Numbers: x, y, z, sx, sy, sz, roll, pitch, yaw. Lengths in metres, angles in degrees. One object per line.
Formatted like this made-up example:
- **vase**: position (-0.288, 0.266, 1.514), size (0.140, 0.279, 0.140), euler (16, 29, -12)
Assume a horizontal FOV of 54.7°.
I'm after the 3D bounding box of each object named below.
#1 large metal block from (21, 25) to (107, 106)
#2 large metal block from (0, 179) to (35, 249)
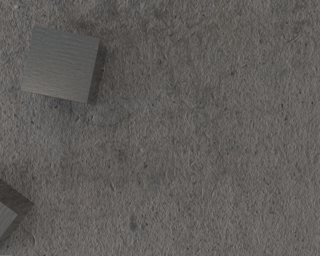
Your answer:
- **large metal block**: position (-0.119, -0.076, 0.396), size (0.080, 0.050, 0.080), euler (11, 90, 0)
- **large metal block**: position (-0.227, 0.111, 0.396), size (0.080, 0.050, 0.080), euler (37, 90, 0)
